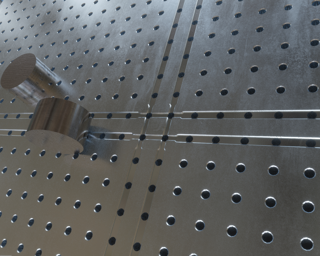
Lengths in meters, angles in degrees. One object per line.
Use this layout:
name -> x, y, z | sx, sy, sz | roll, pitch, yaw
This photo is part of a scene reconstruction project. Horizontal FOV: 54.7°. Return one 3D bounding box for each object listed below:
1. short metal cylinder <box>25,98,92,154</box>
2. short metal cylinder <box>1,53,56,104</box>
short metal cylinder -> -0.144, -0.001, 0.447 | 0.080, 0.080, 0.050 | -5, 60, 25
short metal cylinder -> -0.243, -0.091, 0.572 | 0.080, 0.050, 0.080 | -13, 56, 20
